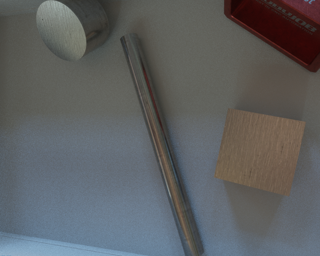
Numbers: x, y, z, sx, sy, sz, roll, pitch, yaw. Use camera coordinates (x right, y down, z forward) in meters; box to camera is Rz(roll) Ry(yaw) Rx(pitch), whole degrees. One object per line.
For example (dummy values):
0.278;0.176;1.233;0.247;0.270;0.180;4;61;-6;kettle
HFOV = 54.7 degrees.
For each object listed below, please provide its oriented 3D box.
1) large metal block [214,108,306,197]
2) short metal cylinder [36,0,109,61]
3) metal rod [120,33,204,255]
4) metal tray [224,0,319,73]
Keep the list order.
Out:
0.114;0.025;0.357;0.080;0.050;0.079;12;94;19;large metal block
-0.117;-0.137;0.417;0.080;0.050;0.079;17;131;21;short metal cylinder
0.001;0.018;0.409;0.025;0.025;0.299;-19;84;19;metal rod
0.129;-0.120;0.328;0.130;0.090;0.030;39;89;15;metal tray
